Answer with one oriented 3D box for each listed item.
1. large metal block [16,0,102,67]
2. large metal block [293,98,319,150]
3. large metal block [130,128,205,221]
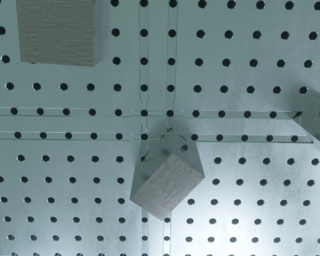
[{"bbox_3d":[-0.112,-0.117,0.356,0.080,0.050,0.079,4,110,-2],"label":"large metal block"},{"bbox_3d":[0.227,0.013,0.390,0.050,0.080,0.080,-43,105,14],"label":"large metal block"},{"bbox_3d":[0.008,0.058,0.405,0.050,0.080,0.080,38,106,-13],"label":"large metal block"}]
